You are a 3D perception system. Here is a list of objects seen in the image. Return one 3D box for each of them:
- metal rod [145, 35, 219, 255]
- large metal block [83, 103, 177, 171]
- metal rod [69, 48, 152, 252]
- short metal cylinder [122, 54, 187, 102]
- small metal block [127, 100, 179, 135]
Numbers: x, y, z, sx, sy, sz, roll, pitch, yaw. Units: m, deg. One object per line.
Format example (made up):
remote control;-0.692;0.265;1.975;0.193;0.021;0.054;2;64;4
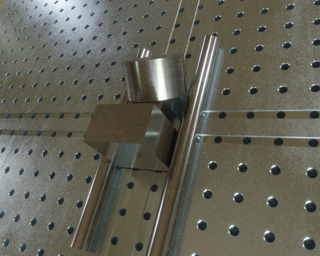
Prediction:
metal rod;0.035;0.006;0.386;0.025;0.025;0.300;2;62;29
large metal block;-0.031;0.013;0.378;0.080;0.080;0.050;1;62;28
metal rod;-0.060;0.013;0.432;0.025;0.025;0.300;1;62;28
short metal cylinder;-0.006;-0.068;0.410;0.080;0.050;0.080;-7;16;2
small metal block;-0.010;-0.013;0.405;0.050;0.050;0.025;2;63;28
